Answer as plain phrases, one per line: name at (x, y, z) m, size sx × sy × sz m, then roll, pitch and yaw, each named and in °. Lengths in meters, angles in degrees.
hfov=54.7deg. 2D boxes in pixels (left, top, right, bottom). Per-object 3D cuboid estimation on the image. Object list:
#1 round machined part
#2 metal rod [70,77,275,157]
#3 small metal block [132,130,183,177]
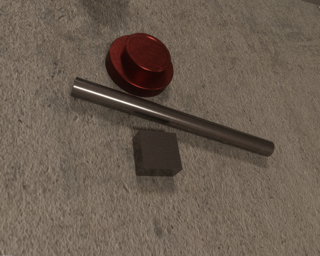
round machined part at (-0.024, -0.095, 0.440) m, size 0.099 × 0.042 × 0.098 m, roll 14°, pitch 56°, yaw -21°
metal rod at (0.031, -0.009, 0.427) m, size 0.302 × 0.025 × 0.025 m, roll 17°, pitch 55°, yaw -19°
small metal block at (-0.004, 0.032, 0.384) m, size 0.050 × 0.025 × 0.050 m, roll 6°, pitch 59°, yaw -26°
